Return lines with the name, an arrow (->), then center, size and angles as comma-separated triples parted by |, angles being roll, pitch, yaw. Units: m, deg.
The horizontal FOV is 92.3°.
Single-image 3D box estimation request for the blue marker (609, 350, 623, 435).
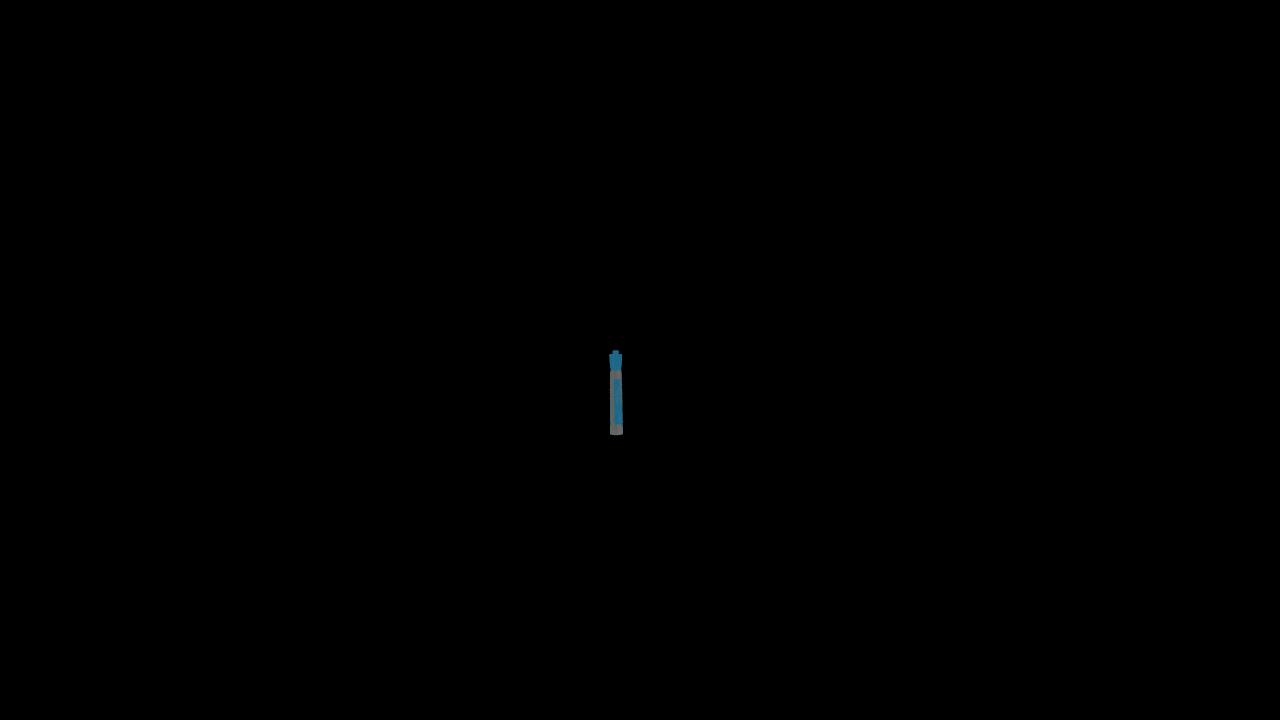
blue marker -> -0.034, 0.046, 0.882 | 0.020, 0.121, 0.020 | 0, 1, 0
